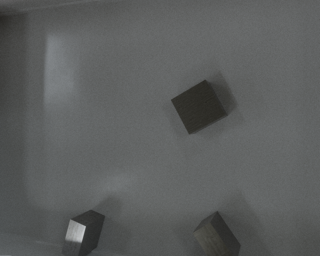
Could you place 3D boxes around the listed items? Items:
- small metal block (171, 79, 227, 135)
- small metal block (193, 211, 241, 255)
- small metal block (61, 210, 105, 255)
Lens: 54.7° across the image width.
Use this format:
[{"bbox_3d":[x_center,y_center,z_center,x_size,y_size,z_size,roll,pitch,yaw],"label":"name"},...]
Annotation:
[{"bbox_3d":[0.050,-0.026,0.392,0.050,0.025,0.050,-30,81,17],"label":"small metal block"},{"bbox_3d":[0.069,0.134,0.372,0.025,0.050,0.050,-38,78,16],"label":"small metal block"},{"bbox_3d":[-0.106,0.148,0.433,0.025,0.050,0.050,17,96,19],"label":"small metal block"}]
